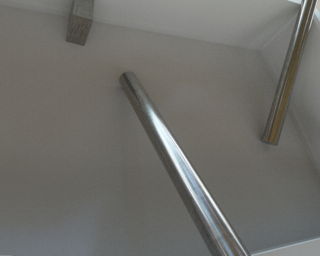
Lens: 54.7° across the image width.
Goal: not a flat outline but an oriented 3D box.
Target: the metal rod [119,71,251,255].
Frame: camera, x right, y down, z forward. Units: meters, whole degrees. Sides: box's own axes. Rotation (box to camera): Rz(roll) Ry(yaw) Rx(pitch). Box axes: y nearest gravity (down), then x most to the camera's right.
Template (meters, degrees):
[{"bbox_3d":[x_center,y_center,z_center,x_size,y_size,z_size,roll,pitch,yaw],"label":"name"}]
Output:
[{"bbox_3d":[0.008,0.021,0.317,0.025,0.025,0.300,3,34,-27],"label":"metal rod"}]

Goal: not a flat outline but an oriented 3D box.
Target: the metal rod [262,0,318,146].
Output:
[{"bbox_3d":[0.221,-0.116,0.512,0.025,0.025,0.299,21,81,-16],"label":"metal rod"}]

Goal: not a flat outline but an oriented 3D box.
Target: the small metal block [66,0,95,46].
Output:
[{"bbox_3d":[-0.109,-0.150,0.423,0.025,0.050,0.050,10,57,-23],"label":"small metal block"}]
